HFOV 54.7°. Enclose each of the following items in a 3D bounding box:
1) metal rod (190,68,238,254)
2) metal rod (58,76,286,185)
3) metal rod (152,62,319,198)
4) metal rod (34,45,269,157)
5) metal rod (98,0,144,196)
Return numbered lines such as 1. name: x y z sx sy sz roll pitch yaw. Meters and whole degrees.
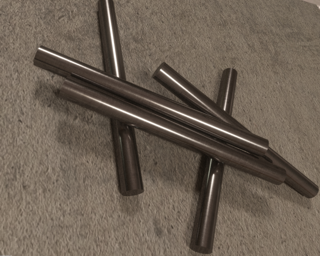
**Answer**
1. metal rod: 0.082 0.022 0.436 0.025 0.025 0.300 27 52 -12
2. metal rod: 0.028 0.010 0.380 0.302 0.025 0.025 22 53 -15
3. metal rod: 0.114 0.012 0.431 0.301 0.025 0.025 36 50 -16
4. metal rod: -0.002 -0.029 0.383 0.302 0.025 0.025 22 53 -10
5. metal rod: -0.057 -0.059 0.410 0.025 0.025 0.299 3 60 -27
